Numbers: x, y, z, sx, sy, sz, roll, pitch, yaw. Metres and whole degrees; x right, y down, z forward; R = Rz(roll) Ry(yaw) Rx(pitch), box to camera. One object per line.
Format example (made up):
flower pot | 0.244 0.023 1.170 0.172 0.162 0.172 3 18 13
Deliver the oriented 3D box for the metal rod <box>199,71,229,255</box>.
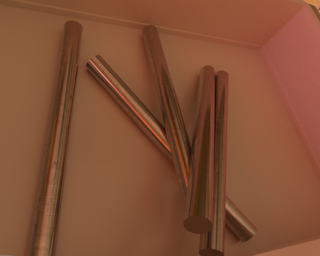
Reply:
metal rod | 0.077 0.020 0.412 0.025 0.025 0.300 26 45 -13

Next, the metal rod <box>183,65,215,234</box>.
metal rod | 0.055 -0.004 0.387 0.025 0.025 0.301 29 36 -10

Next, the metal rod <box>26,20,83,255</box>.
metal rod | -0.113 -0.009 0.351 0.025 0.025 0.299 11 57 -23

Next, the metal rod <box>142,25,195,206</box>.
metal rod | 0.011 -0.033 0.408 0.025 0.025 0.299 6 51 -26

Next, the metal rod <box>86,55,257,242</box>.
metal rod | 0.011 0.022 0.399 0.300 0.025 0.025 48 51 5
